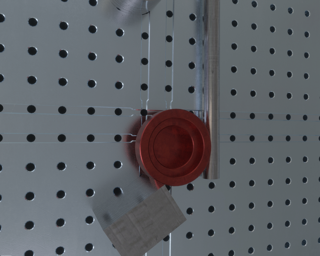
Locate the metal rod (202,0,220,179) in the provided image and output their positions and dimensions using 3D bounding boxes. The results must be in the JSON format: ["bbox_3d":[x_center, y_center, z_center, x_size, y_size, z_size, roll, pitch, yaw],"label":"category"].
[{"bbox_3d":[0.072,-0.078,0.439,0.025,0.025,0.298,0,90,-20],"label":"metal rod"}]

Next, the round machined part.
[{"bbox_3d":[0.014,0.025,0.408,0.099,0.042,0.097,0,89,-21],"label":"round machined part"}]

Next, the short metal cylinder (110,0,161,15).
[{"bbox_3d":[-0.027,-0.191,0.389,0.081,0.050,0.079,0,90,-20],"label":"short metal cylinder"}]

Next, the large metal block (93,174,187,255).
[{"bbox_3d":[-0.028,0.105,0.374,0.080,0.080,0.050,-34,102,-17],"label":"large metal block"}]
